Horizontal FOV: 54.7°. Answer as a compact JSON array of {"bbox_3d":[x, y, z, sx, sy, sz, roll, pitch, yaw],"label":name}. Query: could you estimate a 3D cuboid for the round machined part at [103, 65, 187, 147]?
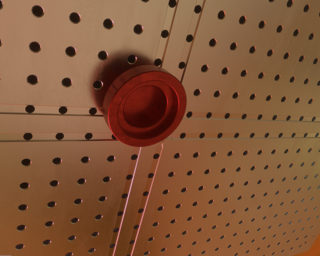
[{"bbox_3d":[-0.021,-0.029,0.372,0.099,0.042,0.097,-14,125,-21],"label":"round machined part"}]
